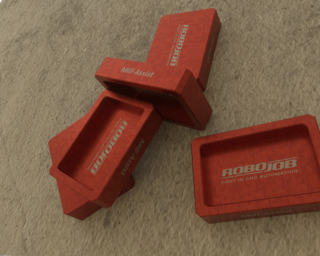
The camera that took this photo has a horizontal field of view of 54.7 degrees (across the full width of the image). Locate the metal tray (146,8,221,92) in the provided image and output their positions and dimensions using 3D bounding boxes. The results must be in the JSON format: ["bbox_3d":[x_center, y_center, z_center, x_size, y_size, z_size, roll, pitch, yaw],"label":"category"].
[{"bbox_3d":[0.031,-0.112,0.452,0.090,0.030,0.130,2,63,29],"label":"metal tray"}]

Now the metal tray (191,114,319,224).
[{"bbox_3d":[0.101,0.044,0.320,0.130,0.030,0.090,-13,56,20],"label":"metal tray"}]

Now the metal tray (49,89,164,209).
[{"bbox_3d":[-0.066,0.020,0.381,0.090,0.030,0.130,20,72,35],"label":"metal tray"}]

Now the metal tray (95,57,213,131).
[{"bbox_3d":[-0.008,-0.043,0.391,0.130,0.090,0.030,16,70,34],"label":"metal tray"}]

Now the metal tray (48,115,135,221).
[{"bbox_3d":[-0.097,0.046,0.422,0.090,0.030,0.130,-34,52,5],"label":"metal tray"}]
